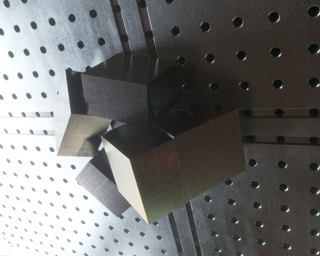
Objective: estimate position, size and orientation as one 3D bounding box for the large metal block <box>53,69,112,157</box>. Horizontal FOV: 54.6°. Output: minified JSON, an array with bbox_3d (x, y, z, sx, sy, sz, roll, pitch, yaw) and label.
[{"bbox_3d":[-0.106,-0.018,0.413,0.050,0.080,0.080,5,136,-29],"label":"large metal block"}]

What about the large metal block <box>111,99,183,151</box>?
[{"bbox_3d":[-0.011,0.009,0.407,0.080,0.050,0.080,1,119,28],"label":"large metal block"}]

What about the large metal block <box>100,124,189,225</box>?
[{"bbox_3d":[-0.018,0.044,0.343,0.080,0.050,0.080,28,137,56],"label":"large metal block"}]

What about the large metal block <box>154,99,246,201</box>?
[{"bbox_3d":[0.046,0.022,0.354,0.050,0.081,0.080,33,141,58],"label":"large metal block"}]

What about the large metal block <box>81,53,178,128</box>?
[{"bbox_3d":[-0.032,-0.048,0.364,0.080,0.080,0.050,13,124,21],"label":"large metal block"}]

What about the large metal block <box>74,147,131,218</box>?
[{"bbox_3d":[-0.059,0.065,0.446,0.080,0.080,0.050,42,129,-2],"label":"large metal block"}]
